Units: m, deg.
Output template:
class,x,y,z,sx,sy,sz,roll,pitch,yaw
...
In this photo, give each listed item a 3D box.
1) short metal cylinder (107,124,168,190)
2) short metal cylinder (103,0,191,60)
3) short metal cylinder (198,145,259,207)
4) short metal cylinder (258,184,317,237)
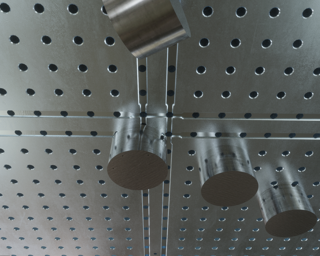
class,x,y,z,sx,sy,sz,roll,pitch,yaw
short metal cylinder,-0.030,0.042,0.430,0.081,0.050,0.079,0,130,0
short metal cylinder,-0.011,-0.110,0.282,0.050,0.080,0.080,-21,127,17
short metal cylinder,0.098,0.071,0.457,0.081,0.050,0.079,0,130,0
short metal cylinder,0.209,0.138,0.515,0.081,0.050,0.079,0,130,0
